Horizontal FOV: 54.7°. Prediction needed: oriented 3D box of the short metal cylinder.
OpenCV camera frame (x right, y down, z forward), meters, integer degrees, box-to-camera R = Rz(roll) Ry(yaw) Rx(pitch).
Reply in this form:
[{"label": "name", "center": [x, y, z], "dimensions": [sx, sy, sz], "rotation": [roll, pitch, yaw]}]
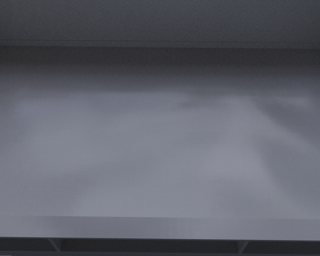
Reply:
[{"label": "short metal cylinder", "center": [-0.112, -0.247, 0.598], "dimensions": [0.080, 0.050, 0.080], "rotation": [0, 50, 0]}]
